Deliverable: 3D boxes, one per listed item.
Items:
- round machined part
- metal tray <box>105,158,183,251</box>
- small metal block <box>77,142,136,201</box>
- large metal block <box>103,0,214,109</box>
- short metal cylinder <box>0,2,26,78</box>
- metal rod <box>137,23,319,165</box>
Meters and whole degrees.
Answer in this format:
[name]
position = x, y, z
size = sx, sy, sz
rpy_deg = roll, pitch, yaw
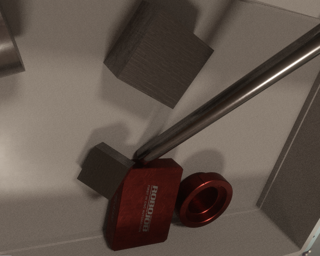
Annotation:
[round machined part]
position = 0.066, 0.111, 0.505
size = 0.099, 0.042, 0.097
rpy_deg = -14, 125, -21
[metal tray]
position = -0.024, 0.110, 0.450
size = 0.091, 0.030, 0.129
rpy_deg = 2, 109, -30
[small metal block]
position = -0.067, 0.054, 0.389
size = 0.050, 0.025, 0.050
rpy_deg = 32, 104, 6
[large metal block]
position = -0.002, -0.079, 0.344
size = 0.080, 0.050, 0.080
rpy_deg = 26, 104, -38
[short metal cylinder]
position = -0.147, -0.077, 0.245
size = 0.050, 0.080, 0.079
rpy_deg = -20, 127, -17
[metal rod]
position = 0.083, -0.035, 0.350
size = 0.299, 0.025, 0.025
rpy_deg = -35, 136, 31
